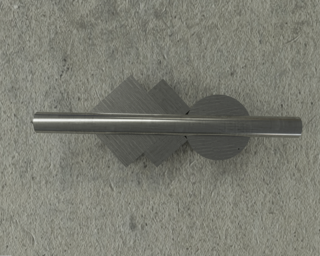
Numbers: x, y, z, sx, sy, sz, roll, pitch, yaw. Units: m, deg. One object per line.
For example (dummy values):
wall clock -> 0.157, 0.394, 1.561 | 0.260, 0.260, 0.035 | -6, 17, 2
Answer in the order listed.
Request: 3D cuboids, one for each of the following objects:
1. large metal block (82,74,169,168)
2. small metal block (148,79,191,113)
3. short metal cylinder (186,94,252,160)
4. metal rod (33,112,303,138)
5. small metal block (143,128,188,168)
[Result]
large metal block -> -0.038, -0.008, 0.397 | 0.080, 0.050, 0.080 | -42, 90, 0
small metal block -> 0.011, -0.033, 0.399 | 0.025, 0.050, 0.050 | -43, 91, 0
short metal cylinder -> 0.070, -0.001, 0.398 | 0.081, 0.050, 0.080 | 0, 90, 0
metal rod -> 0.009, -0.004, 0.359 | 0.302, 0.025, 0.025 | 1, 90, -1
small metal block -> 0.006, 0.022, 0.400 | 0.050, 0.050, 0.025 | -42, 91, 0
